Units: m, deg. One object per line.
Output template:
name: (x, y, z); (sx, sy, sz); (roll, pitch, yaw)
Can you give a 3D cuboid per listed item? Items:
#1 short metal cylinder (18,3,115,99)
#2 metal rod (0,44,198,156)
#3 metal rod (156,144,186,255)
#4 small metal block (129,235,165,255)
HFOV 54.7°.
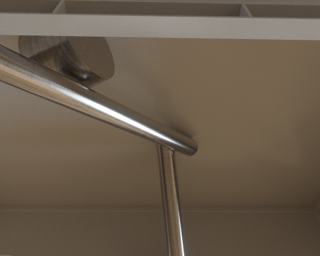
short metal cylinder: (-0.090, -0.074, 0.308); (0.050, 0.080, 0.080); (-24, 126, 19)
metal rod: (-0.044, -0.013, 0.320); (0.025, 0.025, 0.301); (-32, 148, 24)
metal rod: (0.023, 0.169, 0.437); (0.025, 0.025, 0.298); (-6, 92, 4)
small metal block: (-0.026, 0.245, 0.620); (0.050, 0.025, 0.050); (35, 122, -27)
